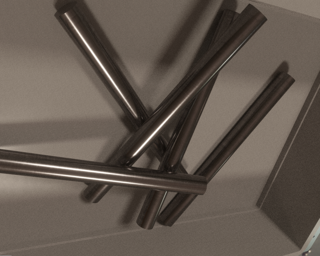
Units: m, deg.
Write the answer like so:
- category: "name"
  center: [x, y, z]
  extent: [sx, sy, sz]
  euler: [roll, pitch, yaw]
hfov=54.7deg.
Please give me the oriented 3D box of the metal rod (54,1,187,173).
- category: "metal rod"
  center: [-0.026, -0.015, 0.386]
  extent: [0.025, 0.025, 0.299]
  euler: [-36, 130, -4]

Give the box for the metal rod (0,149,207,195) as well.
- category: "metal rod"
  center: [-0.084, 0.050, 0.354]
  extent: [0.302, 0.025, 0.025]
  euler: [10, 114, -20]

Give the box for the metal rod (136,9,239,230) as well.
- category: "metal rod"
  center: [0.034, -0.003, 0.401]
  extent: [0.025, 0.025, 0.298]
  euler: [14, 103, -35]

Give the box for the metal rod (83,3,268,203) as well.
- category: "metal rod"
  center: [0.004, -0.014, 0.363]
  extent: [0.025, 0.025, 0.299]
  euler: [27, 115, -38]

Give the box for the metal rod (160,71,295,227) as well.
- category: "metal rod"
  center: [0.102, 0.038, 0.489]
  extent: [0.025, 0.025, 0.299]
  euler: [32, 100, -39]
